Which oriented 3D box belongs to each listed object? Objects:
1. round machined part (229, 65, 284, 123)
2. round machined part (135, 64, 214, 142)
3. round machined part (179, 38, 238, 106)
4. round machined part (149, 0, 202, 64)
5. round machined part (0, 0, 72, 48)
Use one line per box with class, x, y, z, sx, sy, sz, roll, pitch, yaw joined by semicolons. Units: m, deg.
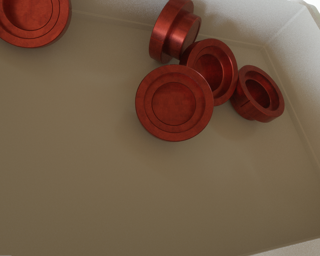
round machined part;0.152;-0.051;0.506;0.099;0.042;0.098;18;54;-26
round machined part;0.017;-0.030;0.405;0.099;0.042;0.097;0;85;-4
round machined part;0.067;-0.081;0.464;0.099;0.042;0.097;-3;95;-32
round machined part;0.027;-0.138;0.455;0.042;0.097;0.098;29;50;11
round machined part;-0.158;-0.147;0.378;0.098;0.098;0.042;26;8;-12
